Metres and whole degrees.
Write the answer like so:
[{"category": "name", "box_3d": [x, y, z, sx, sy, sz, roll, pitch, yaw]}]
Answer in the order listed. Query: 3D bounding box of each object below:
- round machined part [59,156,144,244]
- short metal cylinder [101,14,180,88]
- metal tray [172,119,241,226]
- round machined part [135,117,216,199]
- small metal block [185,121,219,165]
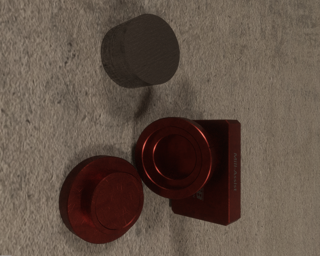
[{"category": "round machined part", "box_3d": [-0.057, 0.081, 0.348, 0.099, 0.042, 0.097, 0, 90, -40]}, {"category": "short metal cylinder", "box_3d": [-0.023, -0.089, 0.371, 0.081, 0.050, 0.079, 0, 90, -40]}, {"category": "metal tray", "box_3d": [0.059, 0.054, 0.412, 0.030, 0.090, 0.129, 0, 90, -49]}, {"category": "round machined part", "box_3d": [0.022, 0.035, 0.384, 0.042, 0.098, 0.097, -5, 94, -65]}, {"category": "small metal block", "box_3d": [0.062, 0.021, 0.449, 0.050, 0.025, 0.050, -28, 109, -58]}]
